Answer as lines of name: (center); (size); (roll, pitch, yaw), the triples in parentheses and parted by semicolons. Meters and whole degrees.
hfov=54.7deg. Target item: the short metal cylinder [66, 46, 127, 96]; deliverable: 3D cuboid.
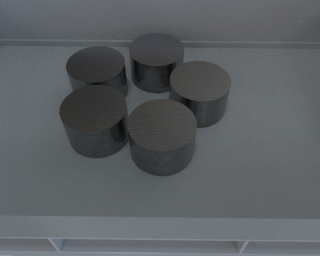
short metal cylinder: (-0.089, -0.074, 0.447); (0.080, 0.050, 0.080); (0, 50, 0)

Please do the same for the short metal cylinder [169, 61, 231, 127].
short metal cylinder: (0.053, -0.048, 0.426); (0.080, 0.050, 0.080); (0, 50, 0)

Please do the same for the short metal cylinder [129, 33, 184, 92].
short metal cylinder: (-0.005, -0.100, 0.470); (0.080, 0.050, 0.080); (0, 50, 0)

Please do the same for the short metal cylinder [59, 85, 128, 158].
short metal cylinder: (-0.080, -0.009, 0.393); (0.080, 0.050, 0.080); (0, 50, 0)

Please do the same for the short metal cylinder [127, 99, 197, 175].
short metal cylinder: (0.003, 0.010, 0.377); (0.080, 0.050, 0.080); (0, 50, 0)
